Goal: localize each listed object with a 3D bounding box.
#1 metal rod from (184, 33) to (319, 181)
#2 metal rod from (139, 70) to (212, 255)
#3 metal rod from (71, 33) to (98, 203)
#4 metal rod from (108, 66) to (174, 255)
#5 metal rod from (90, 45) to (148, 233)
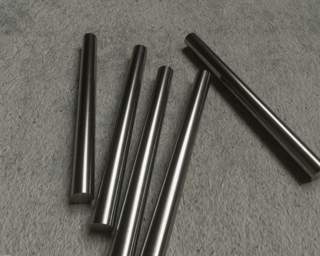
[{"bbox_3d":[0.119,-0.049,0.445,0.025,0.025,0.300,-21,53,-17],"label":"metal rod"},{"bbox_3d":[0.026,0.033,0.375,0.025,0.025,0.300,12,51,10],"label":"metal rod"},{"bbox_3d":[-0.102,-0.038,0.433,0.025,0.025,0.300,-5,50,-4],"label":"metal rod"},{"bbox_3d":[-0.016,0.028,0.379,0.025,0.025,0.300,7,50,6],"label":"metal rod"},{"bbox_3d":[-0.046,-0.012,0.412,0.025,0.025,0.300,4,50,3],"label":"metal rod"}]
